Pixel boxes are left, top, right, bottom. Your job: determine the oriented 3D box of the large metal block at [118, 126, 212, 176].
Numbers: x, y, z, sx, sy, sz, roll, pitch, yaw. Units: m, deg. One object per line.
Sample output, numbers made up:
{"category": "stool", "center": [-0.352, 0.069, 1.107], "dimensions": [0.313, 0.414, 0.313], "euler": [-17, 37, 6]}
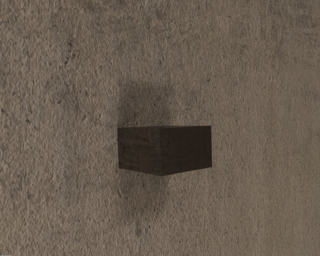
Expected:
{"category": "large metal block", "center": [0.005, 0.023, 0.375], "dimensions": [0.081, 0.080, 0.050], "euler": [-3, 92, -40]}
